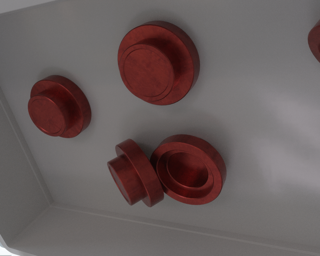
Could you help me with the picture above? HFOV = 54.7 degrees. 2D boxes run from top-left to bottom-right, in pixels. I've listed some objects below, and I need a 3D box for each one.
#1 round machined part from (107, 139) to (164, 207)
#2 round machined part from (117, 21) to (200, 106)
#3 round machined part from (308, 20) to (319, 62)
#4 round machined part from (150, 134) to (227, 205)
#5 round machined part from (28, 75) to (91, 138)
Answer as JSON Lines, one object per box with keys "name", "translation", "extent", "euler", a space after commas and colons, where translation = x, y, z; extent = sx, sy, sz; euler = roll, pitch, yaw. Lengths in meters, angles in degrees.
{"name": "round machined part", "translation": [-0.038, 0.067, 0.428], "extent": [0.098, 0.042, 0.098], "euler": [52, 159, 29]}
{"name": "round machined part", "translation": [-0.007, -0.070, 0.358], "extent": [0.098, 0.042, 0.097], "euler": [13, 124, 21]}
{"name": "round machined part", "translation": [0.173, -0.065, 0.243], "extent": [0.098, 0.098, 0.042], "euler": [38, 94, 2]}
{"name": "round machined part", "translation": [0.040, 0.050, 0.408], "extent": [0.098, 0.042, 0.097], "euler": [13, 124, 21]}
{"name": "round machined part", "translation": [-0.156, -0.026, 0.464], "extent": [0.098, 0.042, 0.097], "euler": [13, 124, 21]}
